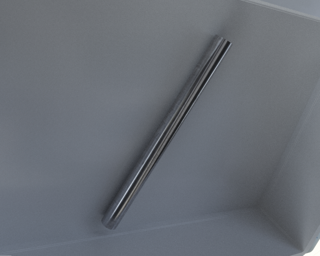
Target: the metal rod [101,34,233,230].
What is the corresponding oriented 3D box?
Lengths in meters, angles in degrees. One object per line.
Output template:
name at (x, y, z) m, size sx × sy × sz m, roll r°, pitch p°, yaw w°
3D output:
metal rod at (0.002, 0.015, 0.415) m, size 0.025 × 0.025 × 0.299 m, roll 22°, pitch 107°, yaw -36°
